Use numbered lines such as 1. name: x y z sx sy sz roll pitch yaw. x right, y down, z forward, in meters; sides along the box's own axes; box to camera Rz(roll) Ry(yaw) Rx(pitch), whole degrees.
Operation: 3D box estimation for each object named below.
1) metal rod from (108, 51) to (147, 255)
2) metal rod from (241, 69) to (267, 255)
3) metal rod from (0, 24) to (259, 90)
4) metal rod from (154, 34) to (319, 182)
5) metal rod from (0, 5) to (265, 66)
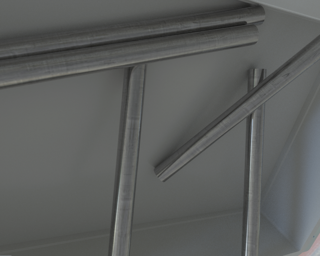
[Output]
1. metal rod: -0.040 0.064 0.355 0.025 0.025 0.298 4 94 -31
2. metal rod: 0.137 0.065 0.453 0.025 0.025 0.298 -3 97 -28
3. metal rod: -0.025 -0.077 0.319 0.302 0.025 0.025 -15 125 -21
4. metal rod: 0.111 -0.025 0.422 0.300 0.025 0.025 -40 131 12
5. metal rod: -0.013 -0.105 0.338 0.302 0.025 0.025 -15 125 -20
